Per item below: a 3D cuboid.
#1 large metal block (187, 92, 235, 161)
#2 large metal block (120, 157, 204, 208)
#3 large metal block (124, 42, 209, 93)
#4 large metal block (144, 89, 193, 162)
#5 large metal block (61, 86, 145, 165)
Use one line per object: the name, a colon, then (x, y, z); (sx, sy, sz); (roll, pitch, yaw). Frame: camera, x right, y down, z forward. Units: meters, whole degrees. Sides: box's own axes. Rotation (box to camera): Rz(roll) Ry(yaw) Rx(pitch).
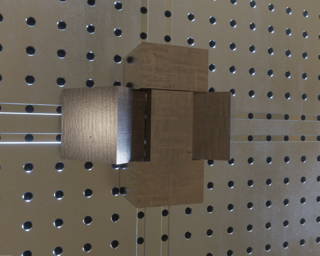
large metal block: (0.069, -0.002, 0.401); (0.050, 0.080, 0.079); (1, 89, 17)
large metal block: (-0.001, 0.061, 0.383); (0.081, 0.080, 0.050); (1, 90, -20)
large metal block: (0.005, -0.068, 0.385); (0.081, 0.080, 0.050); (1, 90, -20)
large metal block: (0.000, -0.002, 0.383); (0.050, 0.080, 0.079); (1, 90, -20)
large metal block: (-0.065, -0.004, 0.353); (0.050, 0.080, 0.079); (0, 91, -60)
